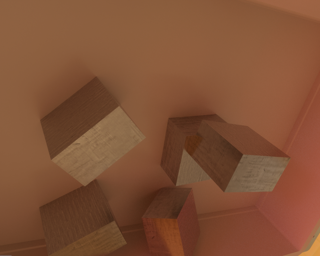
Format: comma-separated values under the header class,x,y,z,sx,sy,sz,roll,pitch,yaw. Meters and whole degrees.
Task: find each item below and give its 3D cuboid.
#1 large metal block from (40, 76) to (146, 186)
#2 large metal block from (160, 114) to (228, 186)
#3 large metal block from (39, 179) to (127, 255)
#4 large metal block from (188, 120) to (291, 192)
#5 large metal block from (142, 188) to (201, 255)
class,x,y,z,sx,sy,sz,roll,pitch,yaw
large metal block,-0.074,0.001,0.334,0.080,0.080,0.050,-39,130,-2
large metal block,0.053,0.029,0.442,0.081,0.050,0.079,-6,121,-26
large metal block,-0.100,0.125,0.397,0.080,0.080,0.050,-26,128,-13
large metal block,0.096,0.034,0.384,0.081,0.080,0.050,7,115,-32
large metal block,0.020,0.143,0.453,0.050,0.080,0.079,-5,107,22
